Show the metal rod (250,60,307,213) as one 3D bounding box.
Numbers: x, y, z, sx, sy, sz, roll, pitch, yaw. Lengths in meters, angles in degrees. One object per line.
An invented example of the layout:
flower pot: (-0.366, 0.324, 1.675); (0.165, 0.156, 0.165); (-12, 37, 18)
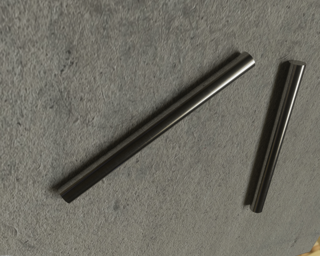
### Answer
metal rod: (0.197, 0.031, 0.536); (0.025, 0.025, 0.298); (-11, 123, -23)

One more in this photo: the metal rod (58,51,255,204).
metal rod: (-0.001, -0.003, 0.405); (0.301, 0.025, 0.025); (-37, 130, -4)
